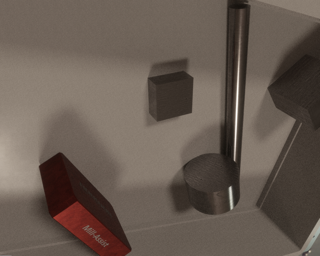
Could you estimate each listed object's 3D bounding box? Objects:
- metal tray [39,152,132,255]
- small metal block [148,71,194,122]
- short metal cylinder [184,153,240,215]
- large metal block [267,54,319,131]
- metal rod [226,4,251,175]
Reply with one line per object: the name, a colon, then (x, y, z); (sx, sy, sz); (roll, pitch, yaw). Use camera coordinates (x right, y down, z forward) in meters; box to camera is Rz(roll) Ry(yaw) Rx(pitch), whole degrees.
metal tray: (-0.090, 0.099, 0.380); (0.030, 0.090, 0.130); (-35, 129, -6)
small metal block: (0.013, -0.041, 0.392); (0.050, 0.025, 0.050); (-15, 125, -21)
short metal cylinder: (0.080, 0.084, 0.471); (0.081, 0.080, 0.050); (-23, 127, -15)
large metal block: (0.226, -0.055, 0.466); (0.080, 0.080, 0.050); (-41, 130, 0)
metal rod: (0.111, -0.024, 0.456); (0.025, 0.025, 0.298); (-19, 126, -18)
